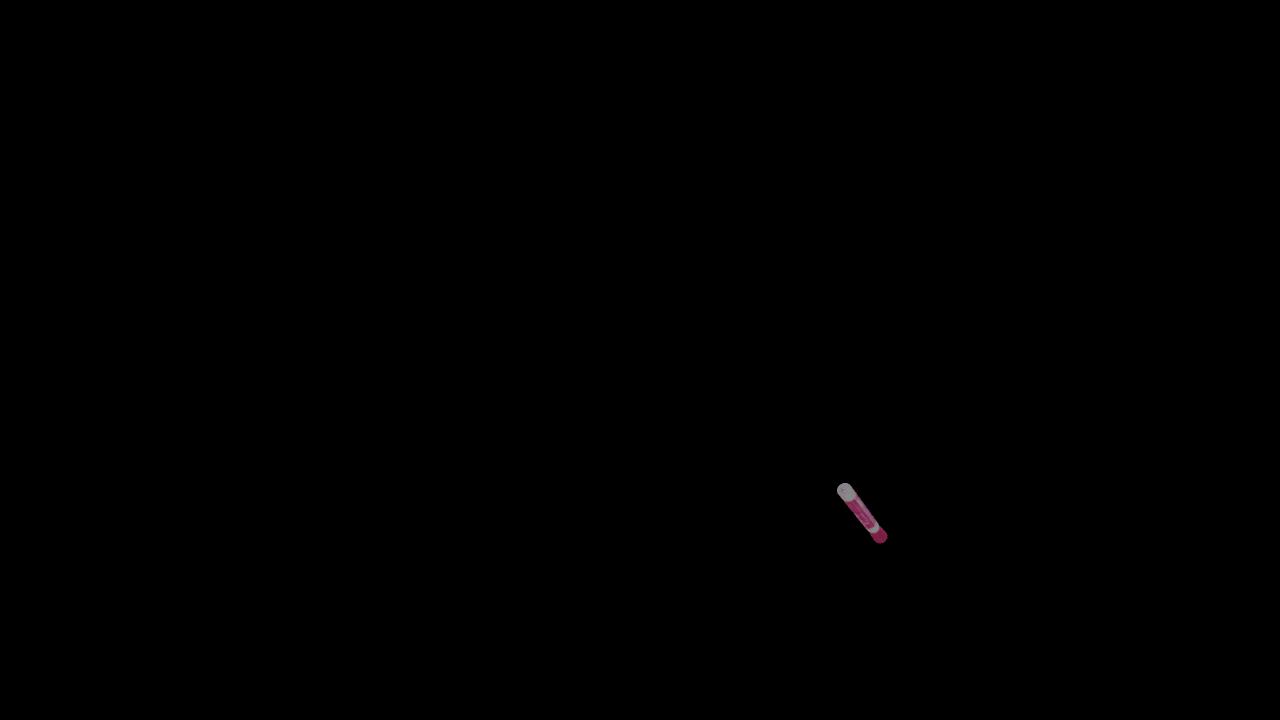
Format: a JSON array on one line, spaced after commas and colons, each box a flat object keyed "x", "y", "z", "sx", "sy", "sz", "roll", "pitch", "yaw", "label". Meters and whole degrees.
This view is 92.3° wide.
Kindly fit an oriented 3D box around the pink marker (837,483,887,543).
[{"x": 0.288, "y": 0.200, "z": 0.791, "sx": 0.020, "sy": 0.020, "sz": 0.121, "roll": 0, "pitch": -41, "yaw": 51, "label": "pink marker"}]
